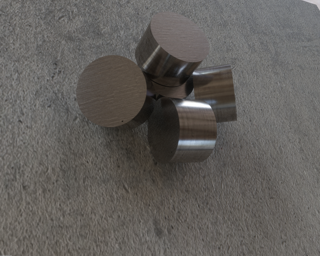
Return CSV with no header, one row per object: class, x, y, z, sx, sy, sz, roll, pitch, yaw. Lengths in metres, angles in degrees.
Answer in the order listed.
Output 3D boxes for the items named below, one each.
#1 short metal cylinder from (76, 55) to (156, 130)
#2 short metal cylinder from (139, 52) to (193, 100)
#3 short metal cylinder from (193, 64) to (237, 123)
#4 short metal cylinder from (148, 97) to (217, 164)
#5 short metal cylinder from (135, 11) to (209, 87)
short metal cylinder,-0.049,-0.039,0.362,0.080,0.050,0.080,-1,85,10
short metal cylinder,0.000,-0.060,0.428,0.081,0.050,0.080,14,56,-21
short metal cylinder,0.078,-0.047,0.435,0.050,0.080,0.080,-7,58,12
short metal cylinder,0.025,0.003,0.382,0.050,0.080,0.080,2,61,-28
short metal cylinder,0.015,-0.100,0.395,0.081,0.050,0.080,14,56,-21
